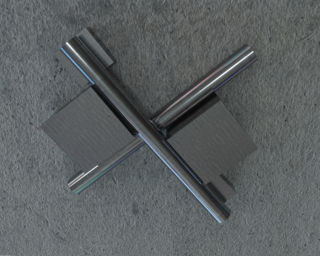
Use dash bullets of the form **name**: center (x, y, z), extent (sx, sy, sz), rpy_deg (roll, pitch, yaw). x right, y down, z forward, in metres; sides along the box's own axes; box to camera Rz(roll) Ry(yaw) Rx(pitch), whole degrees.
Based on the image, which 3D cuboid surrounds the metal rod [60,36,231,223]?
- **metal rod**: center (-0.008, 0.013, 0.388), extent (0.025, 0.025, 0.300), rpy_deg (-38, 106, 12)

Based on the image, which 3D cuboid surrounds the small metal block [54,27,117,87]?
- **small metal block**: center (-0.090, -0.087, 0.379), extent (0.050, 0.025, 0.050), rpy_deg (-36, 107, 12)

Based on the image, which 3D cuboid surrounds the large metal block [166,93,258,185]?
- **large metal block**: center (0.065, 0.012, 0.402), extent (0.080, 0.050, 0.080), rpy_deg (-37, 106, 12)

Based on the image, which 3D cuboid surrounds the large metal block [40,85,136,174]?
- **large metal block**: center (-0.086, -0.003, 0.394), extent (0.080, 0.050, 0.080), rpy_deg (-35, 107, 12)

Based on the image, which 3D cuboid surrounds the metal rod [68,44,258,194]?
- **metal rod**: center (-0.005, -0.005, 0.410), extent (0.300, 0.025, 0.025), rpy_deg (-37, 106, 12)

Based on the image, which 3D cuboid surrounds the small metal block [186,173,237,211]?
- **small metal block**: center (0.072, 0.086, 0.444), extent (0.050, 0.025, 0.050), rpy_deg (-41, 105, 13)
